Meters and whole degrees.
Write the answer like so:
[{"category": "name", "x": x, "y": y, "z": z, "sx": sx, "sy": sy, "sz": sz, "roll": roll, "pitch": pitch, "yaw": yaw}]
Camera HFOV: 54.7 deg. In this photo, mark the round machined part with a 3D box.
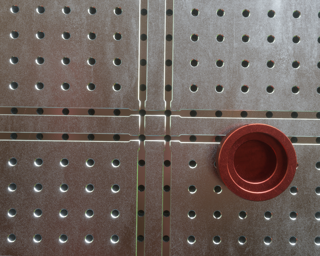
[{"category": "round machined part", "x": 0.122, "y": 0.043, "z": 0.407, "sx": 0.099, "sy": 0.042, "sz": 0.097, "roll": 0, "pitch": 90, "yaw": -1}]
